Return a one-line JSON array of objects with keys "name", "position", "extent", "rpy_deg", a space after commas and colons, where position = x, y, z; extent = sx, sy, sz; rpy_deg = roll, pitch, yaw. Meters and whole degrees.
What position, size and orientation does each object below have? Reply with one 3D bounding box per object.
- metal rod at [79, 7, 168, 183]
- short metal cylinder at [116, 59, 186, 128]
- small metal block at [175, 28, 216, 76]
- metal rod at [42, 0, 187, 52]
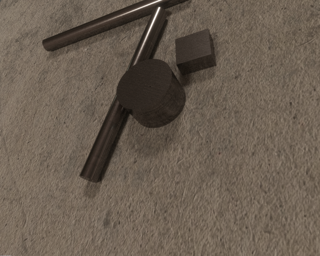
[{"name": "metal rod", "position": [-0.047, -0.063, 0.465], "extent": [0.025, 0.025, 0.300], "rpy_deg": [7, 65, 31]}, {"name": "short metal cylinder", "position": [-0.011, -0.047, 0.421], "extent": [0.080, 0.050, 0.080], "rpy_deg": [-13, 56, 20]}, {"name": "small metal block", "position": [0.051, -0.108, 0.443], "extent": [0.050, 0.025, 0.050], "rpy_deg": [-13, 56, 20]}, {"name": "metal rod", "position": [-0.089, -0.198, 0.569], "extent": [0.301, 0.025, 0.025], "rpy_deg": [-13, 56, 20]}]
